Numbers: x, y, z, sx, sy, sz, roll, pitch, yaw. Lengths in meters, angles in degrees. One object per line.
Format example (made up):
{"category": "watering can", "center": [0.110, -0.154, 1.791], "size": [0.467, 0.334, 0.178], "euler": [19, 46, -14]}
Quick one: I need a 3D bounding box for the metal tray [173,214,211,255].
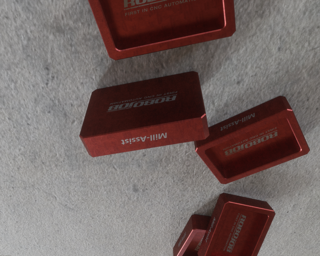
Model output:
{"category": "metal tray", "center": [0.085, 0.219, 0.591], "size": [0.091, 0.030, 0.129], "euler": [11, 129, -10]}

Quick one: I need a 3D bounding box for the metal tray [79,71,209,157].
{"category": "metal tray", "center": [-0.016, -0.018, 0.348], "size": [0.131, 0.090, 0.030], "euler": [-10, 130, 7]}

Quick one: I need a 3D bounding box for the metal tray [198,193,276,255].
{"category": "metal tray", "center": [0.128, 0.181, 0.526], "size": [0.091, 0.030, 0.129], "euler": [14, 105, -11]}

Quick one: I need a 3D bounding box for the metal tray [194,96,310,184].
{"category": "metal tray", "center": [0.124, 0.021, 0.423], "size": [0.130, 0.030, 0.090], "euler": [-25, 126, 19]}

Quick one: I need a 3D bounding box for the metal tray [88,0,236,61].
{"category": "metal tray", "center": [0.002, -0.123, 0.298], "size": [0.131, 0.030, 0.090], "euler": [-10, 130, 8]}
